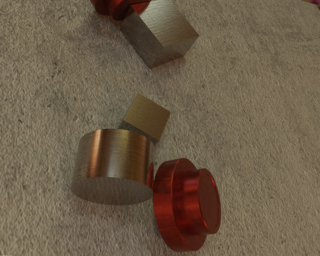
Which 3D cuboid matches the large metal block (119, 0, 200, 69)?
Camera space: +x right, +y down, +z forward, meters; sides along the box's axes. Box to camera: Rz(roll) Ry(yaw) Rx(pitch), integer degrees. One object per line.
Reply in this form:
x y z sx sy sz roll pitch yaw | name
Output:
-0.001 -0.147 0.479 0.081 0.050 0.080 -29 78 -38 | large metal block

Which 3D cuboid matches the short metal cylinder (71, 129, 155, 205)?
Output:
-0.046 0.043 0.319 0.081 0.080 0.050 15 56 -21 | short metal cylinder

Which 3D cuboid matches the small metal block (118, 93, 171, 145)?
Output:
-0.020 -0.009 0.400 0.050 0.025 0.050 30 52 -9 | small metal block

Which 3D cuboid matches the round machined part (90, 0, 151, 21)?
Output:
-0.050 -0.194 0.451 0.099 0.098 0.042 -29 87 -38 | round machined part

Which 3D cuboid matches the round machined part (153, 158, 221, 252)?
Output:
0.035 0.080 0.333 0.098 0.042 0.098 41 42 -51 | round machined part
